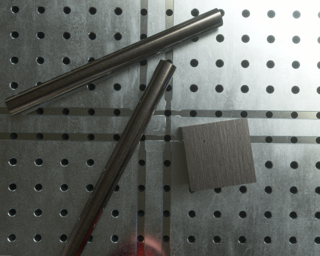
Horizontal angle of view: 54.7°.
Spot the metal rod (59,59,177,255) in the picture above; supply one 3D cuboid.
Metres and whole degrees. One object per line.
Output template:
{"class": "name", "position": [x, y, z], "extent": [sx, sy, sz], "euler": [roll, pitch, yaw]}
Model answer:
{"class": "metal rod", "position": [-0.057, 0.048, 0.412], "extent": [0.025, 0.025, 0.299], "euler": [27, 90, -1]}

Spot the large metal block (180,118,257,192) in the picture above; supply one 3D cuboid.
{"class": "large metal block", "position": [0.072, 0.032, 0.402], "extent": [0.081, 0.050, 0.080], "euler": [-8, 90, -1]}

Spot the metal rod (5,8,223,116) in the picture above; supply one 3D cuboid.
{"class": "metal rod", "position": [-0.059, -0.088, 0.412], "extent": [0.301, 0.025, 0.025], "euler": [-24, 90, -1]}
